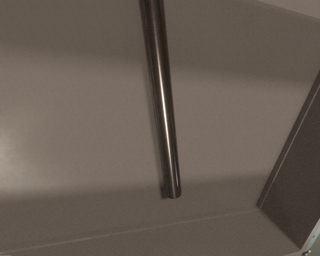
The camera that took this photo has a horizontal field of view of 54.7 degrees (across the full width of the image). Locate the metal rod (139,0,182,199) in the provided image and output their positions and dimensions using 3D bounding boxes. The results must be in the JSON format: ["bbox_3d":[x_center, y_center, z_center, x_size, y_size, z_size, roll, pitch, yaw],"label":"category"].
[{"bbox_3d":[0.006,-0.020,0.400,0.025,0.025,0.298,-20,126,-17],"label":"metal rod"}]
